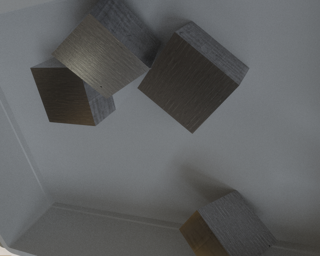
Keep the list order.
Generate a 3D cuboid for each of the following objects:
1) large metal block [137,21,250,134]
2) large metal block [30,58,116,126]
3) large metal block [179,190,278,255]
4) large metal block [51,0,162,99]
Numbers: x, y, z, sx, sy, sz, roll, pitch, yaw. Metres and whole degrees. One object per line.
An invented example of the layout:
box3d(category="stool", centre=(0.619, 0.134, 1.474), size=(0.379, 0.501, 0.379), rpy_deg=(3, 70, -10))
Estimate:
box3d(category="large metal block", centre=(0.036, -0.055, 0.340), size=(0.080, 0.050, 0.080), rpy_deg=(40, 129, 0))
box3d(category="large metal block", centre=(-0.116, -0.052, 0.421), size=(0.080, 0.050, 0.079), rpy_deg=(5, 121, 26))
box3d(category="large metal block", centre=(0.086, 0.137, 0.394), size=(0.080, 0.081, 0.050), rpy_deg=(53, 134, 26))
box3d(category="large metal block", centre=(-0.059, -0.090, 0.350), size=(0.080, 0.050, 0.080), rpy_deg=(40, 136, -25))
